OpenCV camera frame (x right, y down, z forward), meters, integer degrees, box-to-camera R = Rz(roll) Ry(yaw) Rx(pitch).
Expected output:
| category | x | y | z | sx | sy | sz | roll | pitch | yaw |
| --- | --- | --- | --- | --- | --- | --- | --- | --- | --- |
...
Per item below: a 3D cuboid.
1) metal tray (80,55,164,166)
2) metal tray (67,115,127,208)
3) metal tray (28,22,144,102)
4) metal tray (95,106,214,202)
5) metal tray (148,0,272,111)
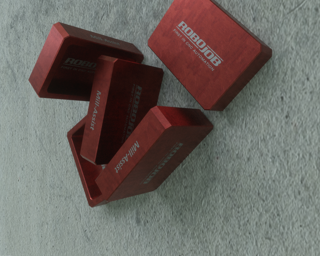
| category | x | y | z | sx | sy | sz | roll | pitch | yaw |
| --- | --- | --- | --- | --- | --- | --- | --- | --- | --- |
| metal tray | -0.047 | -0.021 | 0.400 | 0.030 | 0.091 | 0.129 | 21 | 103 | 38 |
| metal tray | -0.091 | 0.044 | 0.475 | 0.090 | 0.030 | 0.130 | -35 | 69 | 34 |
| metal tray | -0.093 | -0.079 | 0.413 | 0.030 | 0.131 | 0.090 | 51 | 119 | 27 |
| metal tray | -0.007 | 0.032 | 0.368 | 0.129 | 0.091 | 0.030 | -51 | 61 | 28 |
| metal tray | 0.051 | -0.094 | 0.360 | 0.090 | 0.030 | 0.130 | -52 | 60 | 27 |
